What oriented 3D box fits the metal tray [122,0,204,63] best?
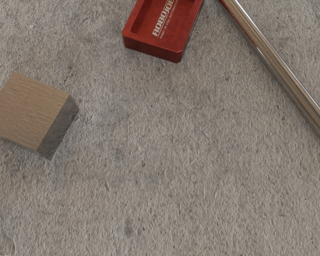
[{"bbox_3d":[0.009,-0.169,0.467,0.090,0.030,0.130,19,71,6],"label":"metal tray"}]

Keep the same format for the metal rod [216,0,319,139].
[{"bbox_3d":[0.160,-0.101,0.446,0.025,0.025,0.299,-27,72,-10],"label":"metal rod"}]

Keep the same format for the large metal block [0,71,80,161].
[{"bbox_3d":[-0.164,-0.014,0.398,0.080,0.050,0.080,22,71,7],"label":"large metal block"}]
